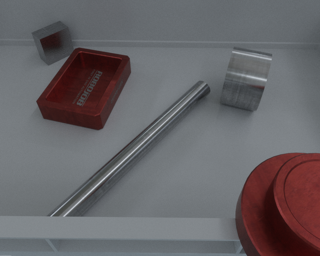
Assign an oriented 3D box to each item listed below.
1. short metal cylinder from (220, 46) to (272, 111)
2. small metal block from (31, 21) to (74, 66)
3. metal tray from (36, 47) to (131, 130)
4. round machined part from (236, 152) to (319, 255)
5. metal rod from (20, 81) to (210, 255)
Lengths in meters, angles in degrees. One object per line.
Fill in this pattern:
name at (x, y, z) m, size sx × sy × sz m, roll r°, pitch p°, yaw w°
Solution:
short metal cylinder at (0.118, -0.068, 0.428) m, size 0.050 × 0.080 × 0.080 m, roll 15°, pitch 52°, yaw 12°
small metal block at (-0.172, -0.137, 0.502) m, size 0.050 × 0.050 × 0.025 m, roll -36°, pitch 59°, yaw -26°
metal tray at (-0.105, -0.062, 0.452) m, size 0.090 × 0.030 × 0.130 m, roll 12°, pitch 51°, yaw 9°
round machined part at (0.102, 0.055, 0.197) m, size 0.099 × 0.042 × 0.098 m, roll 0°, pitch 50°, yaw 0°
metal rod at (-0.032, 0.030, 0.379) m, size 0.025 × 0.025 × 0.301 m, roll 33°, pitch 57°, yaw 24°
